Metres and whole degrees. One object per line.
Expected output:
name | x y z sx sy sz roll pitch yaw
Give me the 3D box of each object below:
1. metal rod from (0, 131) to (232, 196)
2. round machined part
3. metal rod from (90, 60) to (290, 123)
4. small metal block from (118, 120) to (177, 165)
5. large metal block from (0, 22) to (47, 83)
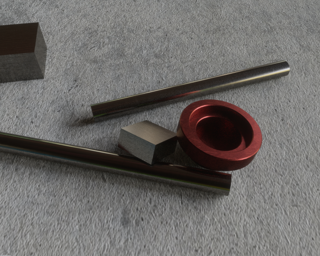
metal rod | -0.069 0.039 0.369 0.302 0.025 0.025 10 51 7
round machined part | 0.068 0.013 0.376 0.099 0.042 0.098 6 46 -6
metal rod | 0.052 -0.056 0.451 0.302 0.025 0.025 -15 52 -13
small metal block | -0.014 0.015 0.373 0.050 0.025 0.050 24 25 27
large metal block | -0.227 -0.118 0.483 0.081 0.050 0.080 -7 51 -7
